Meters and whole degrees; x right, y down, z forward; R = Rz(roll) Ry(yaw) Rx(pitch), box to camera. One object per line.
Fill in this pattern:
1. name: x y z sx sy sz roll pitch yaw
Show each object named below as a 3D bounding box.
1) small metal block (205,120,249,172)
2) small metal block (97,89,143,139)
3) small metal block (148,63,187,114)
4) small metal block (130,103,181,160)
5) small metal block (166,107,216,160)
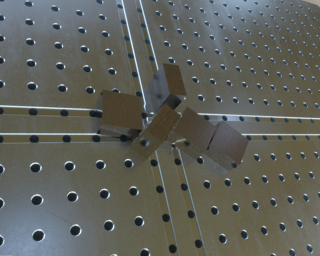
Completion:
1. small metal block: 0.094 0.025 0.443 0.050 0.025 0.050 36 51 -4
2. small metal block: -0.051 -0.017 0.390 0.050 0.025 0.050 9 58 -24
3. small metal block: 0.009 -0.053 0.429 0.025 0.050 0.050 3 61 -27
4. small metal block: -0.006 0.005 0.386 0.025 0.050 0.050 38 51 -3
5. small metal block: 0.043 0.007 0.427 0.050 0.025 0.050 35 51 -5
